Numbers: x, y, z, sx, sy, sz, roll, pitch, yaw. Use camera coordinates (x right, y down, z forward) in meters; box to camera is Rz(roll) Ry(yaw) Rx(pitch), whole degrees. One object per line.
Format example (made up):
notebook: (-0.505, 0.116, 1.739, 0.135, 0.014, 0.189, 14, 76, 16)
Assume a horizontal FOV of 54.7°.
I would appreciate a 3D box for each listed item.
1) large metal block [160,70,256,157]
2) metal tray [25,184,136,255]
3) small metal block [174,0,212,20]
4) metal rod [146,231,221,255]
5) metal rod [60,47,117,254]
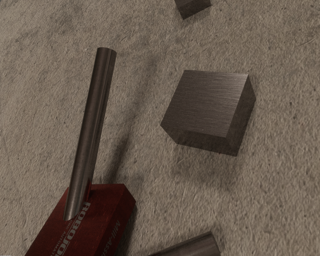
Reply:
large metal block: (0.059, -0.020, 0.368, 0.080, 0.050, 0.080, 11, 67, 32)
metal tray: (-0.091, 0.122, 0.341, 0.090, 0.030, 0.130, -7, 39, 28)
small metal block: (0.050, -0.212, 0.506, 0.050, 0.025, 0.050, -24, 53, 13)
metal rod: (-0.083, 0.173, 0.318, 0.301, 0.025, 0.025, -23, 53, 5)
metal rod: (-0.091, 0.049, 0.368, 0.025, 0.025, 0.299, 4, 80, 30)
